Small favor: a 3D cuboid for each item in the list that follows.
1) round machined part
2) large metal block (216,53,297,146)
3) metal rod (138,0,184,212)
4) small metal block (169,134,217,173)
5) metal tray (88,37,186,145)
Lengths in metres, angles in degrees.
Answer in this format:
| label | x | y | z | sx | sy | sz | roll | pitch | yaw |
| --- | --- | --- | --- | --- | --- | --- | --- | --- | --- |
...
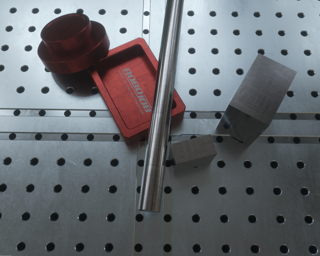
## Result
| label | x | y | z | sx | sy | sz | roll | pitch | yaw |
| --- | --- | --- | --- | --- | --- | --- | --- | --- | --- |
| round machined part | -0.123 | -0.122 | 0.428 | 0.098 | 0.042 | 0.098 | -7 | 49 | 9 |
| large metal block | 0.120 | -0.033 | 0.396 | 0.050 | 0.080 | 0.080 | 30 | 73 | 10 |
| metal rod | 0.005 | -0.047 | 0.396 | 0.025 | 0.025 | 0.299 | 6 | 70 | 2 |
| small metal block | 0.039 | 0.033 | 0.387 | 0.050 | 0.050 | 0.025 | -14 | 71 | -5 |
| metal tray | -0.035 | -0.053 | 0.428 | 0.090 | 0.030 | 0.130 | -27 | 72 | -10 |
